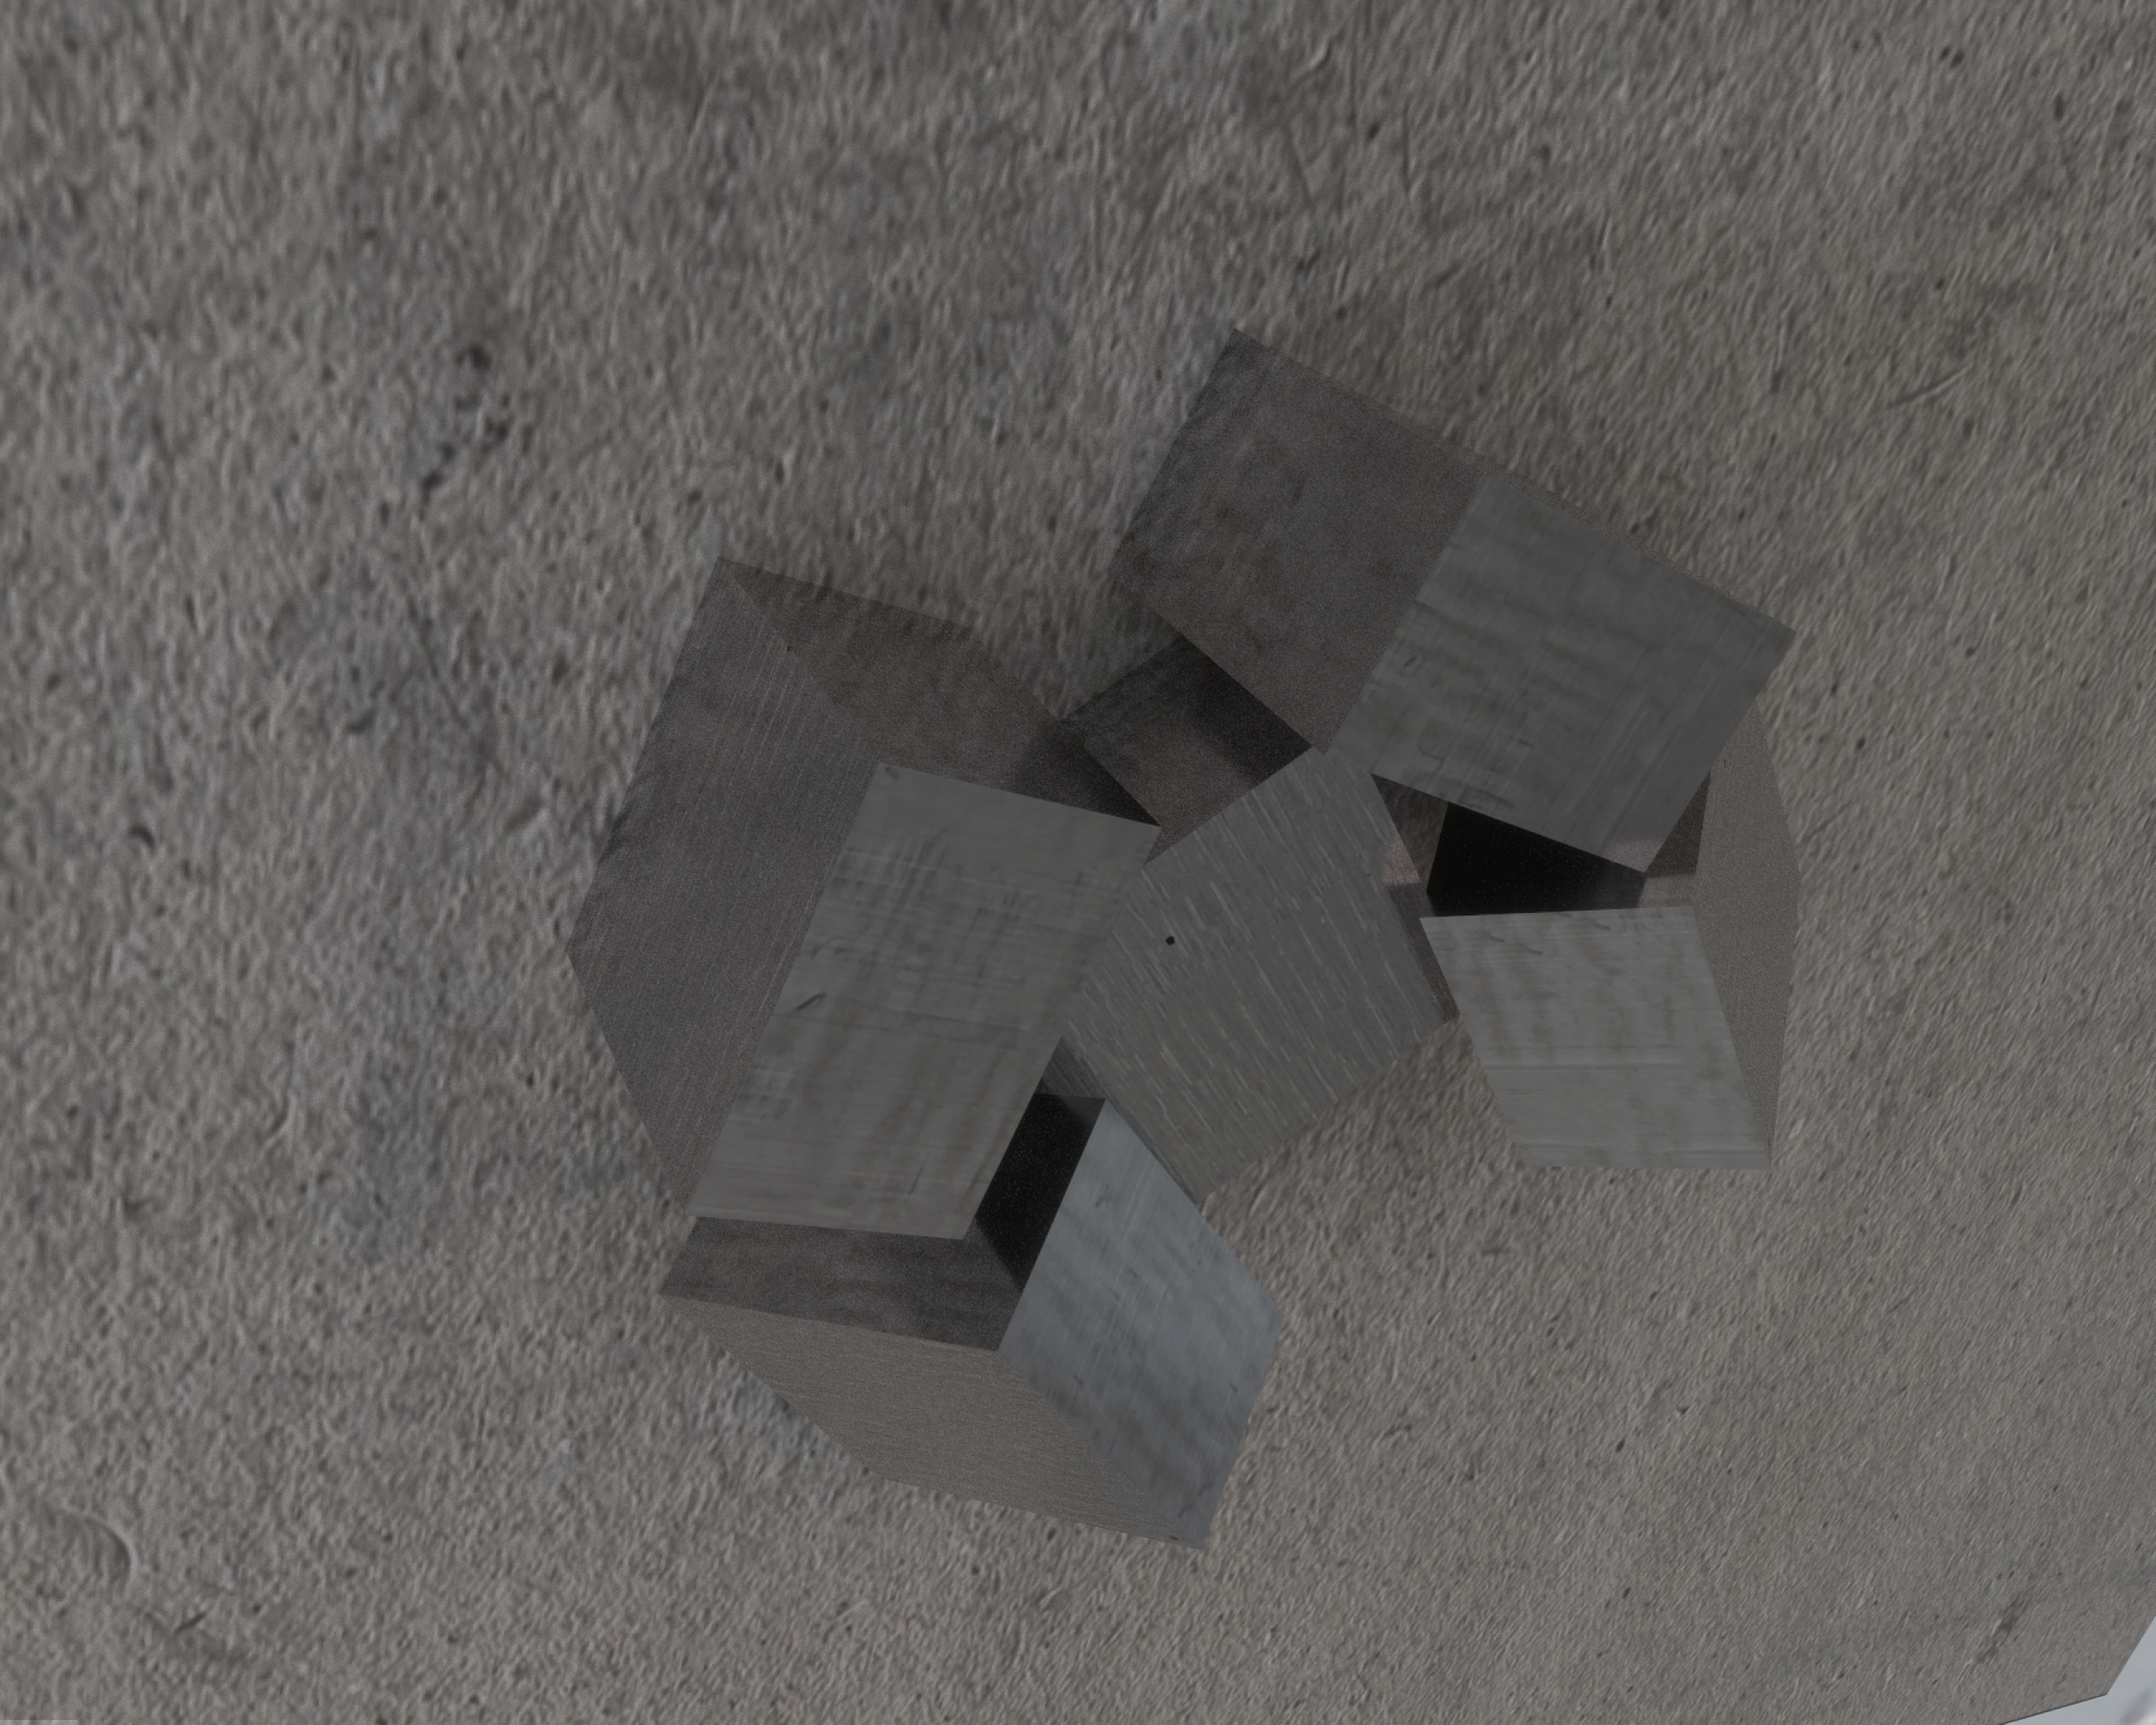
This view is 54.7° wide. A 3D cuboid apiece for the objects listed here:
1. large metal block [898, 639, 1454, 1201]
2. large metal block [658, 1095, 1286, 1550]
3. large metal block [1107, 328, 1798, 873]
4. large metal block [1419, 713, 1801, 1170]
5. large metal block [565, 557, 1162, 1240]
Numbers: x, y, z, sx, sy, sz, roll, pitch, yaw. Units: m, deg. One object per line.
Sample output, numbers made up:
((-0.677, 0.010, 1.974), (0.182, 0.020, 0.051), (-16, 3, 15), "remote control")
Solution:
((0.021, 0.013, 0.410), (0.080, 0.050, 0.080), (-36, 129, -5), "large metal block")
((-0.018, 0.086, 0.405), (0.080, 0.080, 0.050), (54, 49, -39), "large metal block")
((0.065, -0.048, 0.377), (0.081, 0.080, 0.050), (17, 110, -35), "large metal block")
((0.113, 0.007, 0.429), (0.080, 0.050, 0.080), (61, 37, -39), "large metal block")
((-0.040, 0.005, 0.352), (0.050, 0.080, 0.079), (12, 112, -34), "large metal block")
